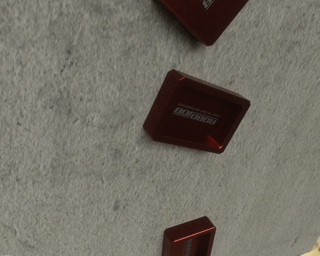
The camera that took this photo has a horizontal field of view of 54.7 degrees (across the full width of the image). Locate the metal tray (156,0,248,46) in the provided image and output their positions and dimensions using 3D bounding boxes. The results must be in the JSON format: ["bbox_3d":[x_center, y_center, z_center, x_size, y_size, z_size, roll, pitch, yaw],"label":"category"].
[{"bbox_3d":[0.063,-0.168,0.336,0.090,0.030,0.130,33,100,-39],"label":"metal tray"}]

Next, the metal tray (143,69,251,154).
[{"bbox_3d":[0.053,-0.017,0.423,0.131,0.030,0.089,13,112,-34],"label":"metal tray"}]

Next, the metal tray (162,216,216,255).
[{"bbox_3d":[0.051,0.231,0.576,0.091,0.030,0.129,-10,123,-23],"label":"metal tray"}]
